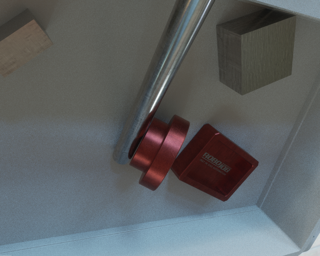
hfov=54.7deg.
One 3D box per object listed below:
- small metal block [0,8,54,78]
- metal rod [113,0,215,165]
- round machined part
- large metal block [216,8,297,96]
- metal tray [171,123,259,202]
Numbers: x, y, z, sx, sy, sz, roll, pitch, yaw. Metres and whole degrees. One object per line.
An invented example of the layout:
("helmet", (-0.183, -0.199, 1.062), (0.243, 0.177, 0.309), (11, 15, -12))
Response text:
("small metal block", (-0.128, -0.077, 0.275), (0.050, 0.050, 0.025), (-36, 130, -5))
("metal rod", (-0.003, -0.042, 0.291), (0.025, 0.025, 0.298), (-7, 151, -25))
("round machined part", (-0.005, 0.026, 0.388), (0.042, 0.098, 0.097), (28, 106, -2))
("large metal block", (0.123, -0.100, 0.400), (0.081, 0.050, 0.080), (-23, 127, -15))
("metal tray", (0.090, 0.059, 0.493), (0.130, 0.030, 0.090), (32, 100, -39))
